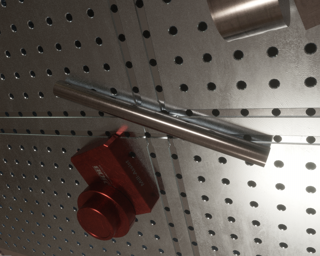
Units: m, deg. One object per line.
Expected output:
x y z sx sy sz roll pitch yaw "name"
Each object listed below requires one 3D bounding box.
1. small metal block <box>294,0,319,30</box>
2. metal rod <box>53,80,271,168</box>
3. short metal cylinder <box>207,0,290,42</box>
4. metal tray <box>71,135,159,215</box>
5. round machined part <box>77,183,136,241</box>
0.126 -0.115 0.257 0.025 0.050 0.050 -19 108 35 "small metal block"
-0.010 -0.011 0.407 0.301 0.025 0.025 19 126 16 "metal rod"
0.076 -0.119 0.262 0.050 0.080 0.080 -7 115 31 "short metal cylinder"
-0.072 0.082 0.495 0.090 0.030 0.130 -22 107 35 "metal tray"
-0.092 0.139 0.494 0.098 0.042 0.097 13 124 21 "round machined part"
